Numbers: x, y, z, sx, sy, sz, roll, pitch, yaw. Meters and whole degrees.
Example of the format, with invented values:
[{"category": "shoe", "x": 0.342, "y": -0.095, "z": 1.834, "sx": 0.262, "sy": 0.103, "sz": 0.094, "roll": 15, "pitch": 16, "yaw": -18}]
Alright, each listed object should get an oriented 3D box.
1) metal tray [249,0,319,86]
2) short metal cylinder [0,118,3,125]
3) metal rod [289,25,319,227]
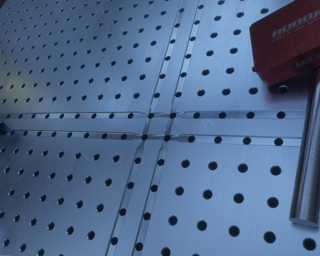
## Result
[{"category": "metal tray", "x": 0.173, "y": -0.113, "z": 0.356, "sx": 0.130, "sy": 0.030, "sz": 0.090, "roll": -23, "pitch": 46, "yaw": 34}, {"category": "short metal cylinder", "x": -0.338, "y": -0.017, "z": 0.562, "sx": 0.050, "sy": 0.080, "sz": 0.080, "roll": -49, "pitch": 51, "yaw": -5}, {"category": "metal rod", "x": 0.179, "y": -0.044, "z": 0.341, "sx": 0.025, "sy": 0.025, "sz": 0.300, "roll": 6, "pitch": 64, "yaw": 31}]
